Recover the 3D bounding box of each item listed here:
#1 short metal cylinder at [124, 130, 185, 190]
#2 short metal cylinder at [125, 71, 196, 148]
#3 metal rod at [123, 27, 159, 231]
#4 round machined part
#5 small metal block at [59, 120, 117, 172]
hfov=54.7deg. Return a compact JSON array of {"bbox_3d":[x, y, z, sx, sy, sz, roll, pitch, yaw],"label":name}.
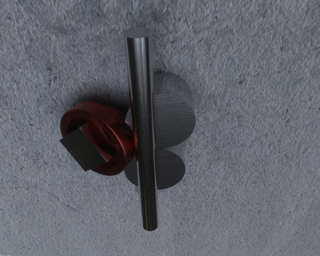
[{"bbox_3d":[-0.007,0.040,0.426,0.081,0.050,0.079,0,129,0],"label":"short metal cylinder"},{"bbox_3d":[0.001,-0.022,0.374,0.081,0.050,0.079,0,130,0],"label":"short metal cylinder"},{"bbox_3d":[-0.017,0.030,0.369,0.025,0.025,0.298,-1,130,0],"label":"metal rod"},{"bbox_3d":[-0.072,0.009,0.388,0.098,0.042,0.097,18,131,22],"label":"round machined part"},{"bbox_3d":[-0.085,0.021,0.372,0.050,0.025,0.050,-25,106,43],"label":"small metal block"}]
